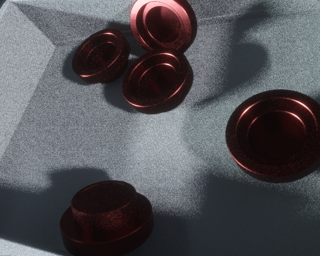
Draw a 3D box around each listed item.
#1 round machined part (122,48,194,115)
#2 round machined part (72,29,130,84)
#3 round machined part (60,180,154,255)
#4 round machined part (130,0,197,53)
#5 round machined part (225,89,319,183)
[{"bbox_3d":[0.000,-0.060,0.430,0.098,0.042,0.098,-13,56,20],"label":"round machined part"},{"bbox_3d":[-0.091,-0.112,0.510,0.098,0.042,0.098,-13,56,20],"label":"round machined part"},{"bbox_3d":[-0.058,0.091,0.334,0.099,0.042,0.098,-4,19,2],"label":"round machined part"},{"bbox_3d":[0.009,-0.154,0.453,0.098,0.098,0.042,5,42,30],"label":"round machined part"},{"bbox_3d":[0.122,0.011,0.323,0.098,0.042,0.098,-13,56,20],"label":"round machined part"}]
